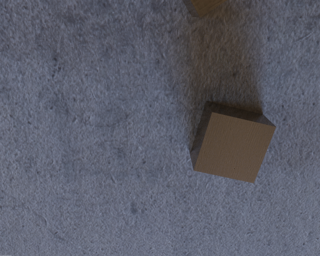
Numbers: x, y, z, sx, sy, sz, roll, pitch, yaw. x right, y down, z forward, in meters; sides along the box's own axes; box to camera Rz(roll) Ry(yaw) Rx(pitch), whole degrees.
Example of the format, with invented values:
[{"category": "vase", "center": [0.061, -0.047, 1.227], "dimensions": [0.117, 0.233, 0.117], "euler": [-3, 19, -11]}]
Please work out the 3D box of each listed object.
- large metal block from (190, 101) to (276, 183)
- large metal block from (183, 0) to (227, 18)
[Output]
[{"category": "large metal block", "center": [0.091, 0.018, 0.404], "dimensions": [0.081, 0.050, 0.079], "euler": [13, 110, -5]}, {"category": "large metal block", "center": [0.059, -0.160, 0.322], "dimensions": [0.080, 0.080, 0.050], "euler": [-31, 108, 10]}]
